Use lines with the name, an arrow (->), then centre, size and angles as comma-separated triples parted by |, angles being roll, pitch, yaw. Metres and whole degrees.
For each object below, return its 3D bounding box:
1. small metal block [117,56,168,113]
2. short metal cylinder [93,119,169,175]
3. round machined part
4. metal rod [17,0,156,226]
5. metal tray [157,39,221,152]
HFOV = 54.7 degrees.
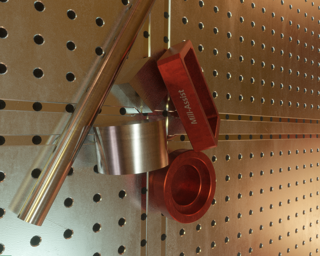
small metal block -> -0.018, -0.055, 0.396 | 0.050, 0.025, 0.050 | 51, 60, -28
short metal cylinder -> -0.032, 0.018, 0.348 | 0.081, 0.080, 0.050 | -9, 96, -40
round machined part -> 0.029, 0.077, 0.425 | 0.099, 0.042, 0.097 | 0, 91, -40
metal rod -> -0.072, -0.039, 0.350 | 0.025, 0.025, 0.300 | 36, 68, -35
metal tray -> 0.044, -0.045, 0.417 | 0.129, 0.030, 0.090 | 65, 23, -20
